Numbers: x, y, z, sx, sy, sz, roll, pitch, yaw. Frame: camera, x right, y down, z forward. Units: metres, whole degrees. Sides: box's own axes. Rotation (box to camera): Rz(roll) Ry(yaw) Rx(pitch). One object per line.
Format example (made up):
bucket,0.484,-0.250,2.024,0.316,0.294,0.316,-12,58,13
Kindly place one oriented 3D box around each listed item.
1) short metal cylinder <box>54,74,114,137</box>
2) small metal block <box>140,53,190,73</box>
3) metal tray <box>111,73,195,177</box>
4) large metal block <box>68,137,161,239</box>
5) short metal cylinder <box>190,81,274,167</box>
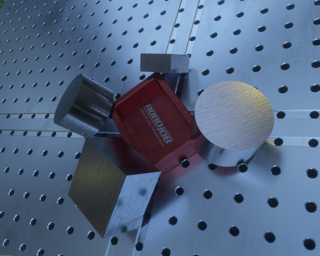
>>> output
short metal cylinder,-0.111,-0.031,0.451,0.080,0.050,0.080,-36,38,35
small metal block,0.007,-0.093,0.442,0.050,0.050,0.025,10,104,32
metal tray,-0.007,-0.007,0.412,0.090,0.030,0.130,-35,51,4
large metal block,-0.055,0.065,0.359,0.080,0.050,0.079,35,112,38
short metal cylinder,0.075,-0.004,0.335,0.081,0.050,0.080,1,65,-1
